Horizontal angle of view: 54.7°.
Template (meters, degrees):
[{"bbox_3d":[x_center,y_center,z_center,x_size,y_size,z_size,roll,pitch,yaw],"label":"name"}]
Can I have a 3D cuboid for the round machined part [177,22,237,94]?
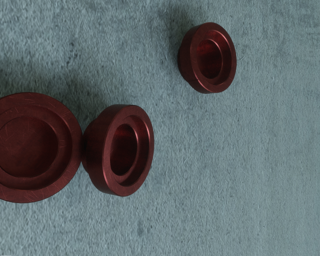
[{"bbox_3d":[0.064,-0.098,0.446,0.099,0.042,0.097,0,90,-40],"label":"round machined part"}]

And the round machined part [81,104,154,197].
[{"bbox_3d":[-0.048,0.022,0.339,0.099,0.042,0.097,-17,109,-61],"label":"round machined part"}]

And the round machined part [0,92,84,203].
[{"bbox_3d":[-0.126,0.017,0.288,0.099,0.042,0.097,0,90,-40],"label":"round machined part"}]
